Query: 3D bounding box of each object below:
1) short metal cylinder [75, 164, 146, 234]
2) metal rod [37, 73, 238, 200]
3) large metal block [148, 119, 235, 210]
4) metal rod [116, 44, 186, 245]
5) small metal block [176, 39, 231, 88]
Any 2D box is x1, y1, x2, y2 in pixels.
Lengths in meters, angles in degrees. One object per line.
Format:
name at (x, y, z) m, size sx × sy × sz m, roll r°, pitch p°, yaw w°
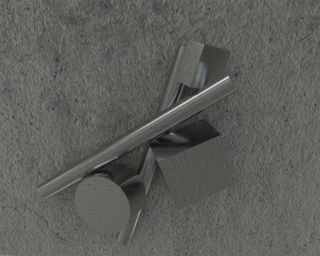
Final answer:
short metal cylinder at (-0.066, 0.094, 0.418) m, size 0.080 × 0.050 × 0.079 m, roll 5°, pitch 104°, yaw 19°
metal rod at (-0.041, 0.019, 0.399) m, size 0.300 × 0.025 × 0.025 m, roll -30°, pitch 108°, yaw 17°
large metal block at (0.041, 0.046, 0.399) m, size 0.080 × 0.050 × 0.080 m, roll -23°, pitch 118°, yaw -5°
metal rod at (-0.010, 0.035, 0.423) m, size 0.025 × 0.025 × 0.298 m, roll 16°, pitch 109°, yaw -6°
small metal block at (0.052, -0.075, 0.371) m, size 0.050 × 0.025 × 0.050 m, roll -1°, pitch 116°, yaw -43°
